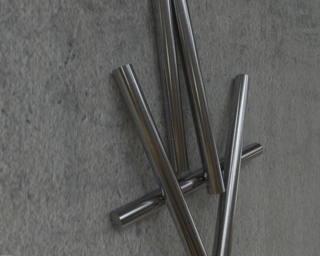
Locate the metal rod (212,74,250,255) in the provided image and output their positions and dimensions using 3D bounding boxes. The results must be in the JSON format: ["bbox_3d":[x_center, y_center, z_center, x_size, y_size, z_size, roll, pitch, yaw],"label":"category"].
[{"bbox_3d":[0.110,0.050,0.468,0.025,0.025,0.299,30,62,-36],"label":"metal rod"}]

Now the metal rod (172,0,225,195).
[{"bbox_3d":[0.049,-0.056,0.430,0.025,0.025,0.298,-14,94,-39],"label":"metal rod"}]

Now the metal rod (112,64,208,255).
[{"bbox_3d":[0.009,0.066,0.385,0.025,0.025,0.299,-27,98,-37],"label":"metal rod"}]

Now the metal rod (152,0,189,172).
[{"bbox_3d":[0.011,-0.089,0.415,0.025,0.025,0.298,-11,98,-40],"label":"metal rod"}]

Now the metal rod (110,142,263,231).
[{"bbox_3d":[0.060,0.073,0.457,0.302,0.025,0.025,-18,102,-39],"label":"metal rod"}]
